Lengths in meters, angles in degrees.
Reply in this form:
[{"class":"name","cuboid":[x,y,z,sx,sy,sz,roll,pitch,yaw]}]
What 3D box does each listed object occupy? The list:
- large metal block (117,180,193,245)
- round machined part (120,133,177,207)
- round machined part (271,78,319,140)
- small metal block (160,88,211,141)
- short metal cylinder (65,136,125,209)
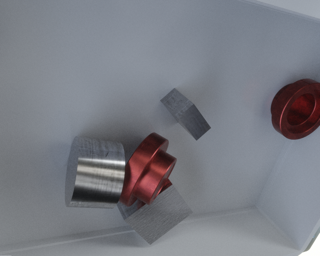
[{"class":"large metal block","cuboid":[-0.009,0.113,0.459,0.080,0.050,0.080,-36,130,-5]},{"class":"round machined part","cuboid":[-0.013,0.058,0.393,0.098,0.042,0.098,-57,169,-17]},{"class":"round machined part","cuboid":[0.219,-0.033,0.497,0.099,0.042,0.097,-11,121,-19]},{"class":"small metal block","cuboid":[0.033,-0.018,0.401,0.025,0.050,0.050,-42,130,0]},{"class":"short metal cylinder","cuboid":[-0.077,0.052,0.360,0.050,0.080,0.079,9,114,-23]}]
